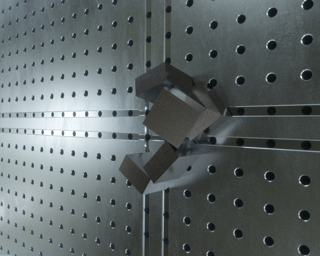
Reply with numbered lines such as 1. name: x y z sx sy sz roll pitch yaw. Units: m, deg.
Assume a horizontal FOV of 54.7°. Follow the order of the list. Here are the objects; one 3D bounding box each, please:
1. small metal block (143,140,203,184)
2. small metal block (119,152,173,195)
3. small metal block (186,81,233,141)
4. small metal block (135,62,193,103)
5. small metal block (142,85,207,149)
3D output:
1. small metal block: 0.016 0.040 0.378 0.050 0.050 0.025 -50 61 28
2. small metal block: -0.016 0.058 0.405 0.050 0.050 0.025 41 115 32
3. small metal block: 0.048 -0.019 0.368 0.050 0.025 0.050 -42 65 31
4. small metal block: 0.005 -0.052 0.384 0.050 0.050 0.025 -22 62 38
5. small metal block: 0.016 -0.013 0.351 0.050 0.025 0.050 35 114 10
